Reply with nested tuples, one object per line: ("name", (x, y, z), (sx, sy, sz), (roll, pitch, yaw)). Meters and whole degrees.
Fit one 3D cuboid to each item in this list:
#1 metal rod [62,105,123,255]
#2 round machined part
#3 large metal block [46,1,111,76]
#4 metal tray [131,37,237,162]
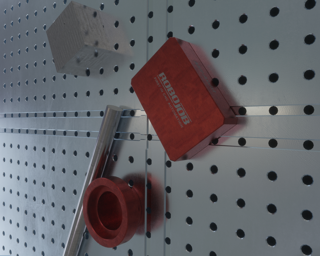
("metal rod", (-0.115, 0.105, 0.504), (0.025, 0.025, 0.298), (31, 109, 36))
("round machined part", (-0.066, 0.119, 0.453), (0.098, 0.042, 0.097), (0, 90, 40))
("large metal block", (-0.134, -0.142, 0.504), (0.080, 0.050, 0.080), (-30, 71, 36))
("metal tray", (0.024, -0.035, 0.386), (0.090, 0.030, 0.130), (-41, 65, 32))
